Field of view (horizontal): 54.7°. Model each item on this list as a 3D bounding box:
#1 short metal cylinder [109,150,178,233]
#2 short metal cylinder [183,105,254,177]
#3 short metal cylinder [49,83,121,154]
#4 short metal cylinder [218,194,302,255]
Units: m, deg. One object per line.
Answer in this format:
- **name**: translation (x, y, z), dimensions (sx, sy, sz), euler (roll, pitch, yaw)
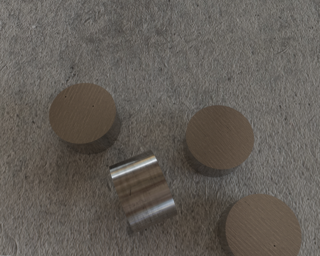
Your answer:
- **short metal cylinder**: translation (-0.019, 0.071, 0.353), dimensions (0.050, 0.080, 0.080), euler (-22, 72, -8)
- **short metal cylinder**: translation (0.071, 0.018, 0.389), dimensions (0.081, 0.050, 0.080), euler (0, 70, 0)
- **short metal cylinder**: translation (-0.094, -0.011, 0.398), dimensions (0.081, 0.050, 0.080), euler (0, 70, 0)
- **short metal cylinder**: translation (0.110, 0.118, 0.352), dimensions (0.081, 0.050, 0.080), euler (0, 70, 0)
